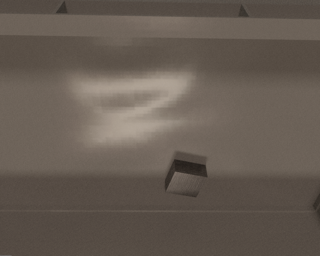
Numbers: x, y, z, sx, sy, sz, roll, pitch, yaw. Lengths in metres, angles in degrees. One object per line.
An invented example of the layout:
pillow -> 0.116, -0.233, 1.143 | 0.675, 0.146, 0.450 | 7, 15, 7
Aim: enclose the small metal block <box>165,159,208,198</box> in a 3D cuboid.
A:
small metal block -> 0.039, 0.078, 0.476 | 0.050, 0.025, 0.050 | 12, 129, -11
